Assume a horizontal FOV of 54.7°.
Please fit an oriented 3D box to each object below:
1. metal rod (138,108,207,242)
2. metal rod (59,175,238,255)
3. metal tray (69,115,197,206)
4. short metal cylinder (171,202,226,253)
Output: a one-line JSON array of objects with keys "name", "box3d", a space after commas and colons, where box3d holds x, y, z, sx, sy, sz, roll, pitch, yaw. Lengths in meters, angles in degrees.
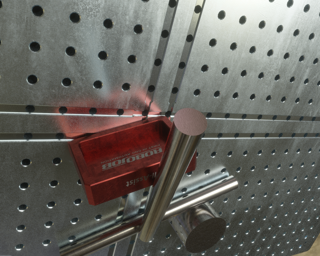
[{"name": "metal rod", "box3d": [0.001, 0.078, 0.349, 0.025, 0.025, 0.298, -16, 150, -20]}, {"name": "metal rod", "box3d": [-0.007, 0.141, 0.496, 0.302, 0.025, 0.025, -19, 126, -18]}, {"name": "metal tray", "box3d": [-0.033, 0.032, 0.372, 0.131, 0.090, 0.030, -16, 125, -20]}, {"name": "short metal cylinder", "box3d": [0.067, 0.169, 0.539, 0.081, 0.050, 0.079, -14, 125, -21]}]
